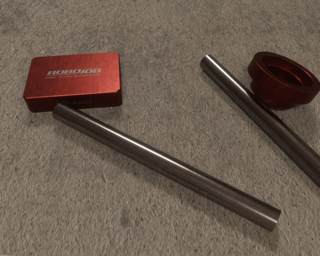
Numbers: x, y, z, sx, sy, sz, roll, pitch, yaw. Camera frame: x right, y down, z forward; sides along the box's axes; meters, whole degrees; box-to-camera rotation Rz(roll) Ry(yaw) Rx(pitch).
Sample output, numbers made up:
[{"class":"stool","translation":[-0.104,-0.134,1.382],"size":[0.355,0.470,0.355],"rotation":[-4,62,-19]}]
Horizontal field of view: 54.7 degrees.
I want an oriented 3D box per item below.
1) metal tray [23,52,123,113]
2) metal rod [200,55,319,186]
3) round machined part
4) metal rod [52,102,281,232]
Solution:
[{"class":"metal tray","translation":[-0.124,-0.069,0.457],"size":[0.131,0.030,0.090],"rotation":[-5,50,-5]},{"class":"metal rod","translation":[0.147,-0.005,0.409],"size":[0.025,0.025,0.300],"rotation":[-23,54,-19]},{"class":"round machined part","translation":[0.168,-0.063,0.435],"size":[0.099,0.042,0.098],"rotation":[14,39,-11]},{"class":"metal rod","translation":[-0.008,0.037,0.371],"size":[0.301,0.025,0.025],"rotation":[25,54,19]}]
